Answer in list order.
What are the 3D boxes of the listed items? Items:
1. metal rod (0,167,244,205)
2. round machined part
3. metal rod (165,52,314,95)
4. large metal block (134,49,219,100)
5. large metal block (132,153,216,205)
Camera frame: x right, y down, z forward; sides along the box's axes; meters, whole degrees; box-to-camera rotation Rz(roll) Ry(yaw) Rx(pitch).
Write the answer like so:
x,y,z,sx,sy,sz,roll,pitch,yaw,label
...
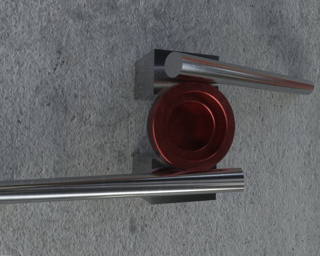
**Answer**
x,y,z,sx,sy,sz,roll,pitch,yaw,label
-0.066,0.063,0.328,0.302,0.025,0.025,-4,92,2,metal rod
0.032,-0.002,0.351,0.099,0.042,0.097,0,90,-21,round machined part
0.125,-0.063,0.401,0.302,0.025,0.025,-1,91,-42,metal rod
0.017,-0.061,0.388,0.081,0.080,0.050,1,90,-20,large metal block
0.015,0.059,0.387,0.081,0.080,0.050,1,90,-20,large metal block
